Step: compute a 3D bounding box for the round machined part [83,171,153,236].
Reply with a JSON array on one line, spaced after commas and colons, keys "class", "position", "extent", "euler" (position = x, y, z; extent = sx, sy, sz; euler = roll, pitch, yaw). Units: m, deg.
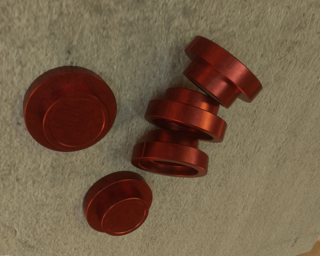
[{"class": "round machined part", "position": [-0.055, 0.113, 0.437], "extent": [0.099, 0.042, 0.097], "euler": [-14, 125, -21]}]

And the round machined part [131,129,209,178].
[{"class": "round machined part", "position": [0.014, 0.032, 0.402], "extent": [0.098, 0.098, 0.042], "euler": [25, 65, -38]}]

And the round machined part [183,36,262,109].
[{"class": "round machined part", "position": [0.066, -0.059, 0.361], "extent": [0.098, 0.098, 0.042], "euler": [34, 99, -39]}]

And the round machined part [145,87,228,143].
[{"class": "round machined part", "position": [0.034, -0.017, 0.376], "extent": [0.099, 0.098, 0.042], "euler": [24, 80, -37]}]

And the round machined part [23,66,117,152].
[{"class": "round machined part", "position": [-0.094, -0.014, 0.337], "extent": [0.099, 0.042, 0.097], "euler": [-14, 125, -21]}]
